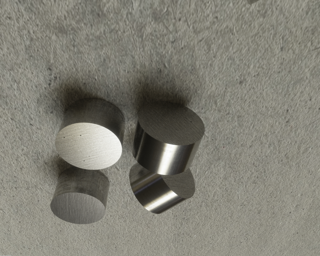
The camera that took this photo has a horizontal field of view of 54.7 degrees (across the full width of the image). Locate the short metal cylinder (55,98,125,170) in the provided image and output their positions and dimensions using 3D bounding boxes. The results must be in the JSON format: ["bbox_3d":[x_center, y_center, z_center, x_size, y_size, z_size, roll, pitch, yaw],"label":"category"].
[{"bbox_3d":[-0.087,0.008,0.397,0.081,0.050,0.079,0,130,0],"label":"short metal cylinder"}]

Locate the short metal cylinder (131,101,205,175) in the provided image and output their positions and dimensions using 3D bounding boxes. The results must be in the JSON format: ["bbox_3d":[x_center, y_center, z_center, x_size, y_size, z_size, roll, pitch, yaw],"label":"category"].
[{"bbox_3d":[0.009,0.011,0.380,0.081,0.080,0.050,9,129,-8],"label":"short metal cylinder"}]

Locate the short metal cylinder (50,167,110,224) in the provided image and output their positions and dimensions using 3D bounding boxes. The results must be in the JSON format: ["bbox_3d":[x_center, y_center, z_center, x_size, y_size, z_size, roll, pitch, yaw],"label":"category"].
[{"bbox_3d":[-0.121,0.104,0.478,0.081,0.050,0.079,0,130,0],"label":"short metal cylinder"}]

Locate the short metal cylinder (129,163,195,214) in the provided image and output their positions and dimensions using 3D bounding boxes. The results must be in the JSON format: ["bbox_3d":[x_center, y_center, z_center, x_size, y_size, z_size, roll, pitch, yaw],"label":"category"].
[{"bbox_3d":[0.004,0.072,0.432,0.050,0.080,0.080,-36,122,26],"label":"short metal cylinder"}]

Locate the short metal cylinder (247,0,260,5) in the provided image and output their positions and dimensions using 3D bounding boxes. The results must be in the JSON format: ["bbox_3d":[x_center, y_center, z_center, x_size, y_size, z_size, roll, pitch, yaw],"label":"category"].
[{"bbox_3d":[0.080,-0.148,0.246,0.050,0.080,0.080,-24,126,19],"label":"short metal cylinder"}]
